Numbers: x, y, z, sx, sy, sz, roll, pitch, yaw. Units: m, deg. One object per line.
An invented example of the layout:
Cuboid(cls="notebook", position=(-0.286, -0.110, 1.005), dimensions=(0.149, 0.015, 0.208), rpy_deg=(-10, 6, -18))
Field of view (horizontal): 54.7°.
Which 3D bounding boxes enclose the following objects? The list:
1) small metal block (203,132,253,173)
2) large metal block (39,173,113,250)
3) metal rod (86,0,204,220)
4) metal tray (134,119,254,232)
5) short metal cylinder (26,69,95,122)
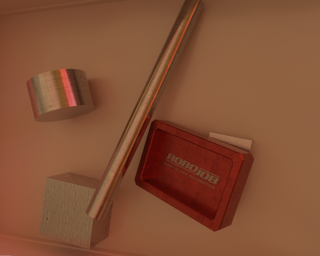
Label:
Cuboid(cls="small metal block", position=(0.083, 0.034, 0.381), dimensions=(0.050, 0.025, 0.050), rpy_deg=(12, 94, 19))
Cuboid(cls="large metal block", position=(-0.115, 0.113, 0.436), dimensions=(0.080, 0.050, 0.079), rpy_deg=(9, 93, 19))
Cuboid(cls="metal rod", position=(-0.018, -0.026, 0.391), dimensions=(0.025, 0.025, 0.299), rpy_deg=(25, 88, 18))
Cuboid(cls="metal tray", position=(0.035, 0.051, 0.372), dimensions=(0.130, 0.030, 0.089), rpy_deg=(23, 100, 36))
Cuboid(cls="short metal cylinder", position=(-0.136, -0.043, 0.428), dimensions=(0.080, 0.080, 0.050), rpy_deg=(-17, 85, 19))
